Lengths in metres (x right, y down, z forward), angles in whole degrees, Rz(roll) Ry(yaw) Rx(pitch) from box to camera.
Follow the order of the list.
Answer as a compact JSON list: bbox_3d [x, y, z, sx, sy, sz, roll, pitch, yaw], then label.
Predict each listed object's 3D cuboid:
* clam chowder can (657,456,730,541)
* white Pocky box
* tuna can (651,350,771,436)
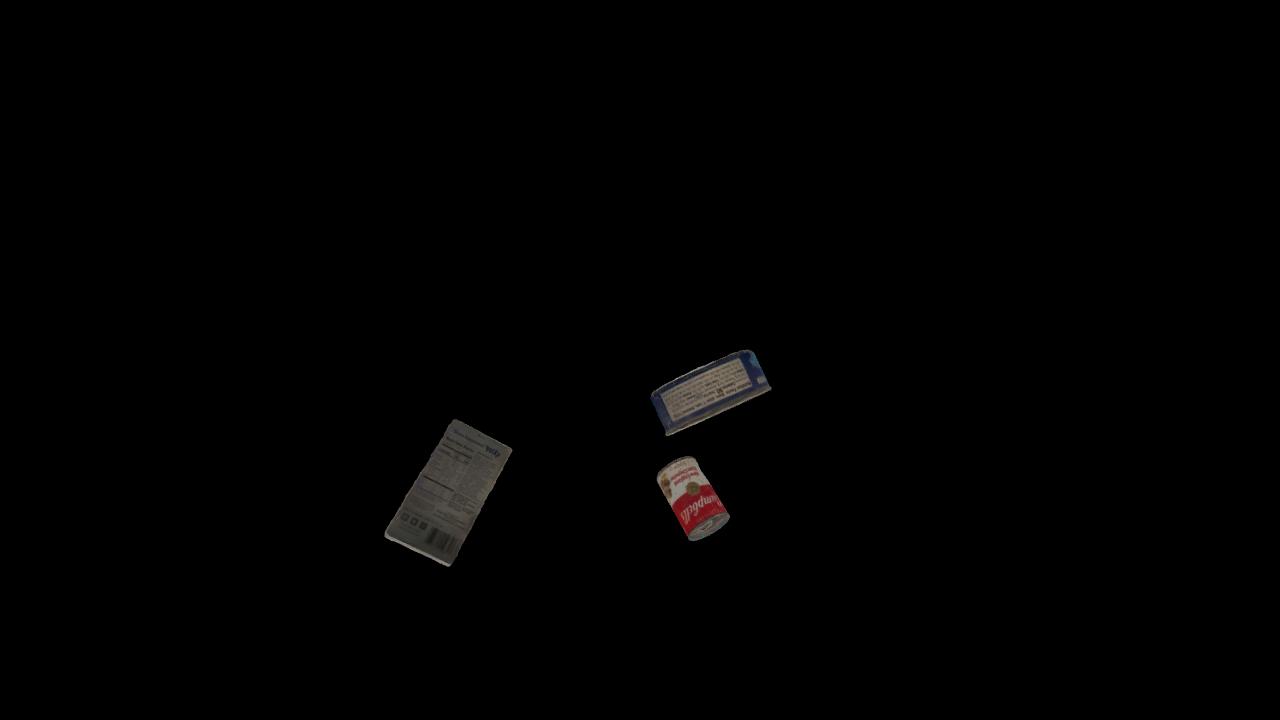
[{"bbox_3d":[0.075,0.198,0.888,0.068,0.102,0.068,-22,-34,-15],"label":"clam chowder can"},{"bbox_3d":[-0.223,0.154,0.727,0.084,0.154,0.028,30,-33,-11],"label":"white Pocky box"},{"bbox_3d":[0.051,0.024,0.449,0.084,0.034,0.084,-23,-8,-4],"label":"tuna can"}]
